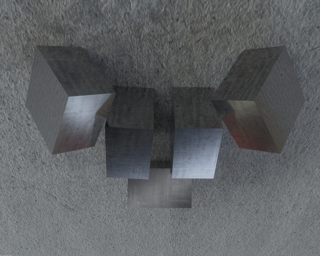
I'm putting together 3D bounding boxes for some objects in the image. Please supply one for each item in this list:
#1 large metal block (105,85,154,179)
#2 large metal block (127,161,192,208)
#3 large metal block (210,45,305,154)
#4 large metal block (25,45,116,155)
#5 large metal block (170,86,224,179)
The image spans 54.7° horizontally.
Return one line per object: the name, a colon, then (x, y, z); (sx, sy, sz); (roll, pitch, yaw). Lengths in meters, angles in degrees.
large metal block: (-0.035, 0.005, 0.376); (0.050, 0.080, 0.079); (4, 130, -4)
large metal block: (-0.001, 0.075, 0.428); (0.081, 0.080, 0.050); (1, 91, -1)
large metal block: (0.111, -0.031, 0.340); (0.050, 0.080, 0.080); (6, 143, 46)
large metal block: (-0.100, -0.031, 0.333); (0.050, 0.080, 0.079); (-11, 142, -41)
large metal block: (0.040, 0.005, 0.378); (0.050, 0.080, 0.079); (1, 130, -1)
